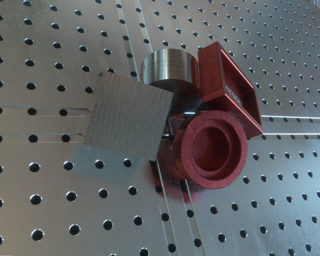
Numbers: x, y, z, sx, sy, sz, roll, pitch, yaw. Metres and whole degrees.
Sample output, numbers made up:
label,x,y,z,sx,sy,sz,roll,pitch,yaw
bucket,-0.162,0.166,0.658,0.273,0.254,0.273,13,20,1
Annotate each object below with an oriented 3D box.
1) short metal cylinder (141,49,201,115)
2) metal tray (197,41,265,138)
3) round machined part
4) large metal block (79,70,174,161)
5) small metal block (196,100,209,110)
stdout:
label,x,y,z,sx,sy,sz,roll,pitch,yaw
short metal cylinder,0.014,-0.060,0.417,0.081,0.080,0.050,13,57,-21
metal tray,0.103,-0.050,0.442,0.130,0.030,0.090,34,45,-43
round machined part,0.060,0.026,0.397,0.099,0.042,0.097,0,89,-26
large metal block,-0.040,-0.013,0.356,0.081,0.050,0.080,16,88,-20
small metal block,0.078,-0.055,0.483,0.050,0.025,0.050,3,60,-27
